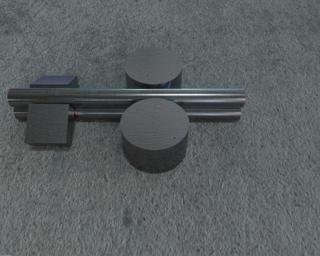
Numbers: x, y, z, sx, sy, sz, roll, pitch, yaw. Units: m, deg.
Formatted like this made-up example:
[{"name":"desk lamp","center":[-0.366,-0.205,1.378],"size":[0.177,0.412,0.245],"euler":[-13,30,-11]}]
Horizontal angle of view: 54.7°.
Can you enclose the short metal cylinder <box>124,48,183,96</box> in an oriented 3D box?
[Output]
[{"name":"short metal cylinder","center":[-0.009,-0.072,0.448],"size":[0.081,0.050,0.080],"euler":[0,50,0]}]

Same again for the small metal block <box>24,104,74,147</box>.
[{"name":"small metal block","center":[-0.139,-0.003,0.393],"size":[0.050,0.025,0.050],"euler":[1,77,0]}]

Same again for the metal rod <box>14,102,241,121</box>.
[{"name":"metal rod","center":[-0.043,-0.023,0.424],"size":[0.302,0.025,0.025],"euler":[0,50,0]}]

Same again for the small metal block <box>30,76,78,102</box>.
[{"name":"small metal block","center":[-0.147,-0.056,0.438],"size":[0.050,0.025,0.050],"euler":[0,23,0]}]

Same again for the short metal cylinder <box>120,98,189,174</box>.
[{"name":"short metal cylinder","center":[-0.006,0.009,0.380],"size":[0.081,0.050,0.080],"euler":[0,50,0]}]

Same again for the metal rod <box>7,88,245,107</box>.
[{"name":"metal rod","center":[-0.042,-0.040,0.405],"size":[0.302,0.025,0.025],"euler":[0,50,0]}]
